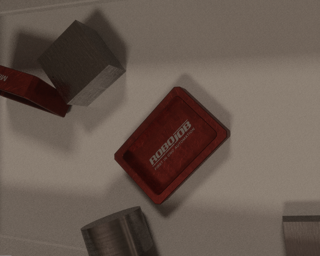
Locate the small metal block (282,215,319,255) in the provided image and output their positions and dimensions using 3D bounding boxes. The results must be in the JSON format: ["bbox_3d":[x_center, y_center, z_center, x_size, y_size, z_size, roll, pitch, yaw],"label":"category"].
[{"bbox_3d":[0.169,0.128,0.351,0.050,0.025,0.050,-7,88,19],"label":"small metal block"}]

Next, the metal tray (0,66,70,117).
[{"bbox_3d":[-0.205,-0.058,0.443,0.130,0.090,0.030,18,80,18],"label":"metal tray"}]

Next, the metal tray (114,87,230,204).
[{"bbox_3d":[0.014,0.023,0.402,0.090,0.030,0.130,45,104,14],"label":"metal tray"}]

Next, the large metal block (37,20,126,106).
[{"bbox_3d":[-0.110,-0.088,0.434,0.080,0.050,0.080,-39,78,15],"label":"large metal block"}]

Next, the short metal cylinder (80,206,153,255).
[{"bbox_3d":[-0.055,0.140,0.400,0.080,0.080,0.050,-22,83,18],"label":"short metal cylinder"}]
